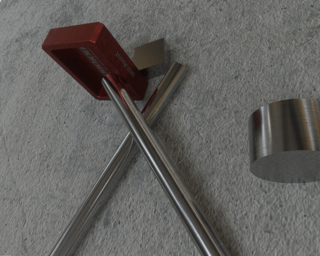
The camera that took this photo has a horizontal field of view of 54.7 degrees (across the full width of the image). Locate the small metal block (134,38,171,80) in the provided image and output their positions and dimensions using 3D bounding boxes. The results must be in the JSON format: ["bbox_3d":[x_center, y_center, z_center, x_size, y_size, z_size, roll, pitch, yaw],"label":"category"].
[{"bbox_3d":[-0.011,-0.104,0.472,0.050,0.025,0.050,-14,56,20],"label":"small metal block"}]

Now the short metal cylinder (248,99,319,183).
[{"bbox_3d":[0.126,0.015,0.293,0.080,0.080,0.050,-7,59,24],"label":"short metal cylinder"}]

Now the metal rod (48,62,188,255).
[{"bbox_3d":[-0.048,0.038,0.403,0.025,0.025,0.300,22,73,35],"label":"metal rod"}]

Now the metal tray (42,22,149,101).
[{"bbox_3d":[-0.085,-0.085,0.432,0.090,0.130,0.030,3,64,29],"label":"metal tray"}]

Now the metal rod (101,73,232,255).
[{"bbox_3d":[0.000,0.040,0.356,0.025,0.025,0.300,-36,58,4],"label":"metal rod"}]
